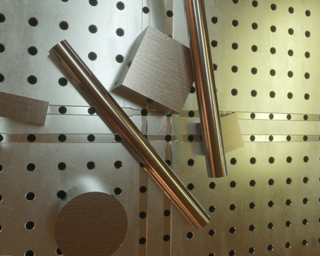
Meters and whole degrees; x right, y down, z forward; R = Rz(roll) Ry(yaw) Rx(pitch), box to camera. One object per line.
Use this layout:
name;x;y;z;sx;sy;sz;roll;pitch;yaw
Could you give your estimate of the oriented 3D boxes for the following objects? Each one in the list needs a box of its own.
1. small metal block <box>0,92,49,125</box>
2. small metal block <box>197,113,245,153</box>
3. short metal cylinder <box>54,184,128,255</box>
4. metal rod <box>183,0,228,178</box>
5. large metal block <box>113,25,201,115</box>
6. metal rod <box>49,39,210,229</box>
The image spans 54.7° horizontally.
small metal block;-0.152;-0.021;0.343;0.050;0.050;0.025;12;86;-20
small metal block;0.087;0.009;0.445;0.050;0.025;0.050;-18;96;-19
short metal cylinder;-0.084;0.111;0.369;0.081;0.050;0.080;0;90;-20
metal rod;0.050;-0.088;0.377;0.025;0.025;0.298;-10;94;-20
large metal block;-0.002;-0.070;0.398;0.080;0.050;0.080;26;82;-18
metal rod;-0.031;0.017;0.401;0.025;0.025;0.300;-42;103;-15
